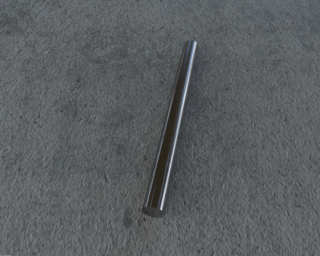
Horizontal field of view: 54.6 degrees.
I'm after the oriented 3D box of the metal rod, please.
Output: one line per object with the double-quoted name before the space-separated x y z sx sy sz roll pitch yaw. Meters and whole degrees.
"metal rod" 0.022 -0.023 0.423 0.025 0.025 0.300 9 50 7
